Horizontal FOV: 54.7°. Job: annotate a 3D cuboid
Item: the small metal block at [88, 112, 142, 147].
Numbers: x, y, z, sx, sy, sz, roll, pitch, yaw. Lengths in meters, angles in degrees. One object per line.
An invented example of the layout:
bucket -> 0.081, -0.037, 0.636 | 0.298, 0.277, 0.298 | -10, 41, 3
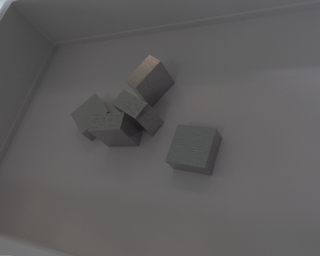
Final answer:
small metal block -> -0.059, 0.003, 0.419 | 0.050, 0.050, 0.025 | -3, 61, 27

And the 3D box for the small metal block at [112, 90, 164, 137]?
small metal block -> -0.029, -0.020, 0.417 | 0.050, 0.050, 0.025 | 32, 80, 38

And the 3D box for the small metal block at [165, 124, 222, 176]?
small metal block -> 0.041, 0.025, 0.369 | 0.050, 0.025, 0.050 | 6, 65, 31

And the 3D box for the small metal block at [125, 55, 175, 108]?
small metal block -> -0.013, -0.065, 0.437 | 0.050, 0.050, 0.025 | -48, 51, -5

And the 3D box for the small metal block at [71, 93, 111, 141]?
small metal block -> -0.100, -0.017, 0.469 | 0.050, 0.025, 0.050 | -40, 51, 1
